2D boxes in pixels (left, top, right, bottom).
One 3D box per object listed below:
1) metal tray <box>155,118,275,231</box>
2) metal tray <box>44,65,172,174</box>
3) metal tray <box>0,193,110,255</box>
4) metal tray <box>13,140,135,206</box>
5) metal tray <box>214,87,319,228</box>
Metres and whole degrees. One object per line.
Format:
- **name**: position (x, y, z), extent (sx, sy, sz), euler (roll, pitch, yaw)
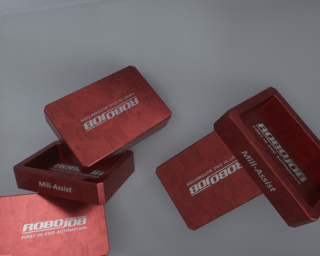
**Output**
- **metal tray**: position (0.071, 0.055, 0.383), extent (0.130, 0.030, 0.090), euler (-34, 79, 16)
- **metal tray**: position (-0.062, -0.014, 0.388), extent (0.131, 0.030, 0.090), euler (-32, 76, -26)
- **metal tray**: position (-0.136, 0.129, 0.397), extent (0.030, 0.131, 0.090), euler (-41, 55, 52)
- **metal tray**: position (-0.111, 0.054, 0.412), extent (0.130, 0.090, 0.030), euler (6, 113, 20)
- **metal tray**: position (0.129, 0.025, 0.330), extent (0.130, 0.091, 0.030), euler (54, 143, 12)
